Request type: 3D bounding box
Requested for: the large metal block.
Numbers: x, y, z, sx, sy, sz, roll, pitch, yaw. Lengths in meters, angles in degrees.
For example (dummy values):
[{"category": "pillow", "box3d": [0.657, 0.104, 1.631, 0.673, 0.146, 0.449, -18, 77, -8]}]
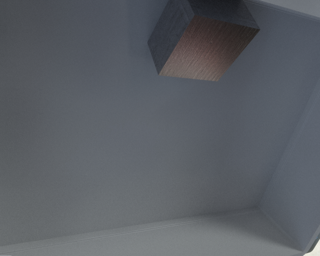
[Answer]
[{"category": "large metal block", "box3d": [0.043, -0.099, 0.334, 0.081, 0.050, 0.080, 1, 147, -29]}]
